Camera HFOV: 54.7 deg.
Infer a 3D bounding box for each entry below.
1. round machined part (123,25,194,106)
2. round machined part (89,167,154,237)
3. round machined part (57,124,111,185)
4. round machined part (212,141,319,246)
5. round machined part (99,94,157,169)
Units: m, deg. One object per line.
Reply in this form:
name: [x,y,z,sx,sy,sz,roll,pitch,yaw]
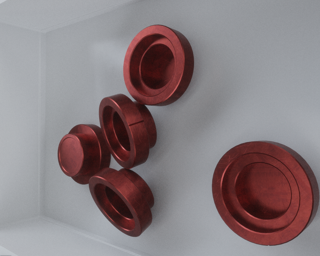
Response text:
round machined part: [0.003,-0.076,0.392,0.098,0.042,0.097,0,90,39]
round machined part: [-0.047,0.093,0.414,0.098,0.042,0.097,28,137,30]
round machined part: [-0.128,0.042,0.498,0.098,0.042,0.097,0,90,39]
round machined part: [0.105,0.061,0.308,0.098,0.042,0.097,0,90,39]
round machined part: [-0.040,0.001,0.411,0.098,0.042,0.097,36,137,45]
